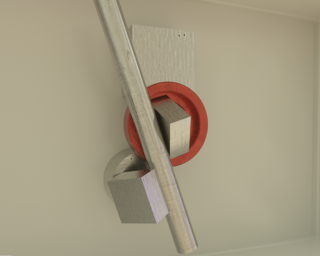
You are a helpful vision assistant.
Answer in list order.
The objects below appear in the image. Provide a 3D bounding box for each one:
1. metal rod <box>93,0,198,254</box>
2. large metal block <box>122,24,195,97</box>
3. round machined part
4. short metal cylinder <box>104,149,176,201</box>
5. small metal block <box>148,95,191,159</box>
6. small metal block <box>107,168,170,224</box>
[{"bbox_3d":[-0.015,-0.007,0.330,0.025,0.025,0.298,-20,97,-19],"label":"metal rod"},{"bbox_3d":[-0.003,-0.080,0.394,0.081,0.050,0.079,0,90,-21],"label":"large metal block"},{"bbox_3d":[0.004,-0.004,0.371,0.099,0.042,0.097,0,90,-21],"label":"round machined part"},{"bbox_3d":[-0.026,0.066,0.388,0.081,0.050,0.079,0,90,-21],"label":"short metal cylinder"},{"bbox_3d":[0.009,-0.002,0.349,0.025,0.050,0.050,-20,132,-23],"label":"small metal block"},{"bbox_3d":[-0.023,0.074,0.333,0.025,0.050,0.050,-26,100,-52],"label":"small metal block"}]
